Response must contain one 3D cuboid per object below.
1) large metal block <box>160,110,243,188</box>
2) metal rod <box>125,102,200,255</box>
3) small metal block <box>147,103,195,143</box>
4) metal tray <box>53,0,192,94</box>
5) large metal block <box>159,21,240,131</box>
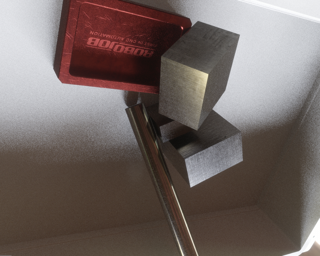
[{"bbox_3d":[0.052,0.021,0.417,0.081,0.080,0.050,-24,128,-14],"label":"large metal block"},{"bbox_3d":[0.018,0.111,0.404,0.025,0.025,0.298,-22,100,-16],"label":"metal rod"},{"bbox_3d":[0.014,-0.013,0.394,0.050,0.050,0.025,-23,127,-15],"label":"small metal block"},{"bbox_3d":[-0.038,-0.088,0.331,0.131,0.030,0.089,3,117,-30],"label":"metal tray"},{"bbox_3d":[0.042,-0.059,0.345,0.080,0.050,0.080,-51,157,-36],"label":"large metal block"}]
